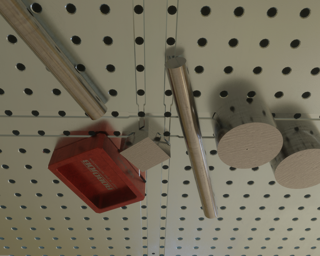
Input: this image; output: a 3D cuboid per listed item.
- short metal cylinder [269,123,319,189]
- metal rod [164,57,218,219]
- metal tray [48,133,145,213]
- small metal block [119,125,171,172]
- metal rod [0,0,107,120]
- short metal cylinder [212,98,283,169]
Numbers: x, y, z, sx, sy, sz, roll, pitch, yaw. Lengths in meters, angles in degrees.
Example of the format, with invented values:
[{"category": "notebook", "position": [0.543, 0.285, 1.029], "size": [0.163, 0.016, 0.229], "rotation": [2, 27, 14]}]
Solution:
[{"category": "short metal cylinder", "position": [0.194, 0.040, 0.433], "size": [0.081, 0.050, 0.079], "rotation": [0, 130, 0]}, {"category": "metal rod", "position": [0.053, 0.036, 0.443], "size": [0.025, 0.025, 0.299], "rotation": [-11, 130, 9]}, {"category": "metal tray", "position": [-0.091, 0.073, 0.469], "size": [0.090, 0.030, 0.130], "rotation": [-21, 128, 16]}, {"category": "small metal block", "position": [-0.020, 0.030, 0.437], "size": [0.050, 0.025, 0.050], "rotation": [-30, 125, 22]}, {"category": "metal rod", "position": [-0.147, -0.119, 0.307], "size": [0.025, 0.025, 0.299], "rotation": [-22, 127, 17]}, {"category": "short metal cylinder", "position": [0.112, 0.008, 0.404], "size": [0.081, 0.050, 0.079], "rotation": [0, 130, 0]}]
